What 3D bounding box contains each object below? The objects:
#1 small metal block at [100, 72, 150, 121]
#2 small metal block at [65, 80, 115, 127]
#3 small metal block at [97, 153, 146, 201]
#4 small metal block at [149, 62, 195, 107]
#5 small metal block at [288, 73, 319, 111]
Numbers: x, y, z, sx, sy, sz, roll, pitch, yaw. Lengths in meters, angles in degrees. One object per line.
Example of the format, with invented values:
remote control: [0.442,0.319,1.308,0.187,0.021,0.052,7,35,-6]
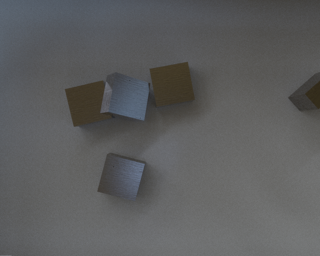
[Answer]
small metal block: [-0.044,-0.038,0.396,0.050,0.025,0.050,14,81,-32]
small metal block: [-0.092,-0.032,0.411,0.050,0.025,0.050,-13,90,0]
small metal block: [-0.050,0.064,0.411,0.050,0.025,0.050,15,90,0]
small metal block: [0.016,-0.056,0.411,0.050,0.025,0.050,-11,90,0]
small metal block: [0.203,-0.049,0.400,0.050,0.050,0.025,-41,90,0]
